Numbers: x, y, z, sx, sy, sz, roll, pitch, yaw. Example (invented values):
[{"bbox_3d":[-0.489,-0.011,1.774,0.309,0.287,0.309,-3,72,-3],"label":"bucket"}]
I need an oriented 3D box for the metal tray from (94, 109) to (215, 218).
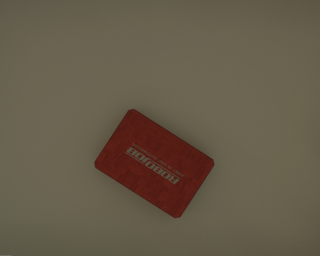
[{"bbox_3d":[-0.007,0.045,0.409,0.130,0.030,0.090,33,90,-1],"label":"metal tray"}]
